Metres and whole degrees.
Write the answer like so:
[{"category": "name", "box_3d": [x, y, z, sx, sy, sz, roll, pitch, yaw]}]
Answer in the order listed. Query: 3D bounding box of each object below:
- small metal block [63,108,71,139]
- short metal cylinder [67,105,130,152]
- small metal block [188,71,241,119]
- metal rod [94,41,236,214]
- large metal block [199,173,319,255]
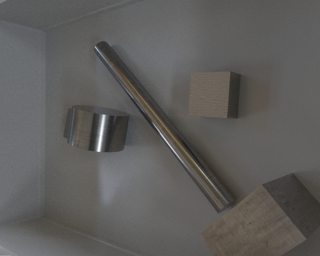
[{"category": "small metal block", "box_3d": [-0.131, -0.002, 0.512, 0.050, 0.025, 0.050, 23, 104, 37]}, {"category": "short metal cylinder", "box_3d": [-0.087, -0.001, 0.440, 0.080, 0.081, 0.050, 17, 101, 38]}, {"category": "small metal block", "box_3d": [0.062, -0.037, 0.354, 0.050, 0.025, 0.050, 6, 94, 39]}, {"category": "metal rod", "box_3d": [-0.008, -0.018, 0.411, 0.300, 0.025, 0.025, 52, 120, 27]}, {"category": "large metal block", "box_3d": [0.098, 0.091, 0.289, 0.080, 0.081, 0.050, -50, 61, 28]}]
